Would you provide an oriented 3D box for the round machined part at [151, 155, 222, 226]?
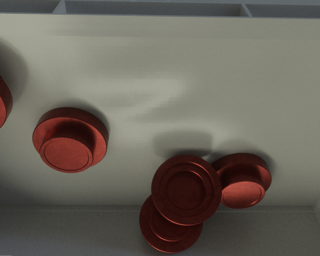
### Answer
[{"bbox_3d":[0.037,0.091,0.449,0.099,0.098,0.042,0,161,-1],"label":"round machined part"}]

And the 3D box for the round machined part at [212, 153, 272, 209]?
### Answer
[{"bbox_3d":[0.121,0.087,0.474,0.099,0.042,0.097,-1,130,0],"label":"round machined part"}]

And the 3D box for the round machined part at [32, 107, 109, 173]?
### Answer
[{"bbox_3d":[-0.121,0.023,0.416,0.099,0.042,0.097,-1,130,0],"label":"round machined part"}]

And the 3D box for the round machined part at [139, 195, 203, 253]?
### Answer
[{"bbox_3d":[0.017,0.140,0.475,0.099,0.098,0.042,0,156,-1],"label":"round machined part"}]

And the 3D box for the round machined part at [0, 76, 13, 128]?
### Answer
[{"bbox_3d":[-0.222,-0.041,0.360,0.099,0.042,0.097,-1,130,0],"label":"round machined part"}]
